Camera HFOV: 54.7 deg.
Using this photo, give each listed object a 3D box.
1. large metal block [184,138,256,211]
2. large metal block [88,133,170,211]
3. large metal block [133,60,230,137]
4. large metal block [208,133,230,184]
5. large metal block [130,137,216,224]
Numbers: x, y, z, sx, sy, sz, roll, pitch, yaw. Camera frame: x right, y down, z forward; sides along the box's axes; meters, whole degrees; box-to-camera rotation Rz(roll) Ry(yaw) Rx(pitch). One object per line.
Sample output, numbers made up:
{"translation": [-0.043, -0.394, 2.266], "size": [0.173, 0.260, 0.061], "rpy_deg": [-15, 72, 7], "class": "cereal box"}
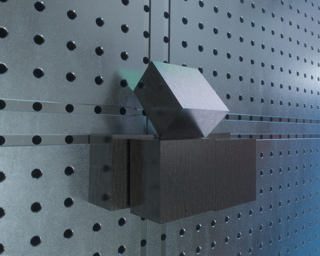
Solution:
{"translation": [0.077, 0.053, 0.392], "size": [0.081, 0.050, 0.079], "rpy_deg": [0, 90, -40], "class": "large metal block"}
{"translation": [-0.035, 0.047, 0.366], "size": [0.081, 0.050, 0.079], "rpy_deg": [2, 89, -40], "class": "large metal block"}
{"translation": [0.026, -0.034, 0.390], "size": [0.081, 0.050, 0.080], "rpy_deg": [0, 48, -40], "class": "large metal block"}
{"translation": [0.055, 0.047, 0.441], "size": [0.081, 0.050, 0.079], "rpy_deg": [-1, 91, -40], "class": "large metal block"}
{"translation": [0.015, 0.051, 0.339], "size": [0.081, 0.050, 0.079], "rpy_deg": [0, 90, -40], "class": "large metal block"}
